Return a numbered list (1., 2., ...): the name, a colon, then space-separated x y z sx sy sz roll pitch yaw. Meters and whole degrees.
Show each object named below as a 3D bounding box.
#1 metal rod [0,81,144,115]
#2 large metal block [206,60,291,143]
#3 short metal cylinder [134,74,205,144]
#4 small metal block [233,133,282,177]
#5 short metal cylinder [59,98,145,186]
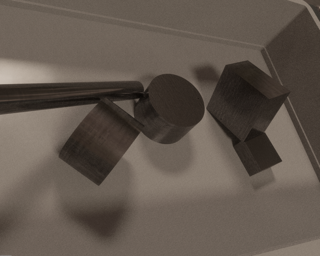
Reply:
1. metal rod: -0.108 -0.030 0.295 0.025 0.025 0.302 55 30 11
2. large metal block: 0.124 -0.040 0.450 0.050 0.079 0.080 -18 53 -35
3. short metal cylinder: 0.012 -0.025 0.413 0.081 0.050 0.080 14 56 -21
4. small metal block: 0.146 0.039 0.463 0.050 0.025 0.050 -14 69 -34
5. short metal cylinder: -0.061 0.014 0.330 0.050 0.080 0.080 37 51 -4
